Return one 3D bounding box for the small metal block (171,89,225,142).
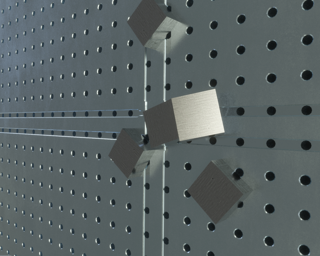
[{"bbox_3d":[0.044,-0.013,0.357,0.050,0.025,0.050,-12,82,8],"label":"small metal block"}]

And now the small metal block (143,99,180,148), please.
[{"bbox_3d":[0.009,-0.005,0.400,0.050,0.025,0.050,-22,76,37],"label":"small metal block"}]

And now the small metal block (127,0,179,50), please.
[{"bbox_3d":[-0.011,-0.143,0.416,0.050,0.025,0.050,-46,63,30],"label":"small metal block"}]

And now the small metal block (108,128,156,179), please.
[{"bbox_3d":[-0.041,0.035,0.441,0.050,0.025,0.050,44,116,31],"label":"small metal block"}]

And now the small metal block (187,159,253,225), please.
[{"bbox_3d":[0.067,0.071,0.353,0.050,0.025,0.050,48,118,29],"label":"small metal block"}]
